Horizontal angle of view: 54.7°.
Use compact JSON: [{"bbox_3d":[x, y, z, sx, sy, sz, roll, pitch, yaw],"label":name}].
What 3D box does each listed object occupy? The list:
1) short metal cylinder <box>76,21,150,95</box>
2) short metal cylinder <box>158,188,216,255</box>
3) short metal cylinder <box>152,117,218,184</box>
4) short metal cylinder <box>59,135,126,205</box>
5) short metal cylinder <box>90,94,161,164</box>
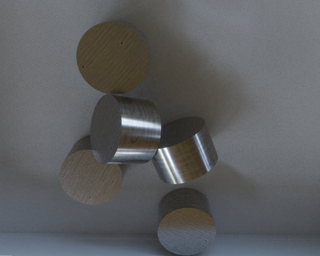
[{"bbox_3d":[-0.052,-0.084,0.366,0.081,0.050,0.079,0,110,-1],"label":"short metal cylinder"},{"bbox_3d":[0.037,0.135,0.448,0.081,0.050,0.079,0,110,-1],"label":"short metal cylinder"},{"bbox_3d":[0.027,0.026,0.392,0.080,0.080,0.050,-21,109,7],"label":"short metal cylinder"},{"bbox_3d":[-0.088,0.055,0.417,0.081,0.050,0.079,0,110,-1],"label":"short metal cylinder"},{"bbox_3d":[-0.043,0.003,0.367,0.050,0.080,0.079,5,114,-36],"label":"short metal cylinder"}]
